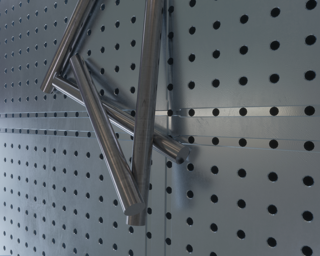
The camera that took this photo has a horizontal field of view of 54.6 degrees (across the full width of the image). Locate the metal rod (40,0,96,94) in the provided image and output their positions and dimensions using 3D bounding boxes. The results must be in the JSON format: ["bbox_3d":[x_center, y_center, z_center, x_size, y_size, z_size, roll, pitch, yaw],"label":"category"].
[{"bbox_3d":[-0.138,-0.183,0.525,0.025,0.025,0.298,50,119,28],"label":"metal rod"}]

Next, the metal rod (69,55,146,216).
[{"bbox_3d":[-0.085,-0.012,0.436,0.025,0.025,0.300,-53,46,27],"label":"metal rod"}]

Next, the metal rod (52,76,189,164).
[{"bbox_3d":[-0.078,-0.024,0.475,0.300,0.025,0.025,29,108,36],"label":"metal rod"}]

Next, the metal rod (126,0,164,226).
[{"bbox_3d":[-0.018,-0.030,0.399,0.025,0.025,0.299,-1,81,40],"label":"metal rod"}]
